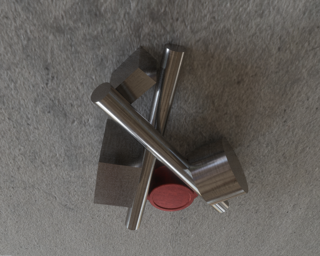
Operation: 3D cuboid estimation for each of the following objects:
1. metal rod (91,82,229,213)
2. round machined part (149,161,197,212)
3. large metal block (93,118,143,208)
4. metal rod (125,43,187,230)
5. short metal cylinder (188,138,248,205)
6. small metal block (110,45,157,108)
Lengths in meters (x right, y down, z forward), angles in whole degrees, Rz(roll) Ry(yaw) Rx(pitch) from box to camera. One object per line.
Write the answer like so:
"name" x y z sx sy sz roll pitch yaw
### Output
"metal rod" 0.021 0.045 0.402 0.025 0.025 0.300 -26 135 20
"round machined part" 0.017 0.092 0.477 0.099 0.042 0.097 -1 130 0
"large metal block" -0.054 0.046 0.412 0.050 0.080 0.079 9 130 -8
"metal rod" -0.014 0.034 0.417 0.025 0.025 0.298 9 124 -8
"short metal cylinder" 0.080 0.059 0.425 0.050 0.080 0.080 -26 126 20
"small metal block" -0.030 -0.056 0.344 0.050 0.050 0.025 -37 121 27
